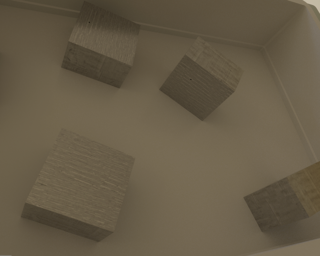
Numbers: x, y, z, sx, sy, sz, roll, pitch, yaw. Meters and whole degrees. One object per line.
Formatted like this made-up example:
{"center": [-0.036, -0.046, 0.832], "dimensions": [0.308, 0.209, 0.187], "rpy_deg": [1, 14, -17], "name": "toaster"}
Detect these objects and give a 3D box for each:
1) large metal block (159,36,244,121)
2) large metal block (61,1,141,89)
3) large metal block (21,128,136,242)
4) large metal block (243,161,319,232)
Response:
{"center": [0.058, -0.069, 0.446], "dimensions": [0.080, 0.080, 0.050], "rpy_deg": [36, 51, -5], "name": "large metal block"}
{"center": [-0.078, -0.111, 0.417], "dimensions": [0.081, 0.050, 0.080], "rpy_deg": [19, 54, -18], "name": "large metal block"}
{"center": [-0.080, 0.058, 0.312], "dimensions": [0.080, 0.050, 0.080], "rpy_deg": [24, 53, -14], "name": "large metal block"}
{"center": [0.175, 0.091, 0.412], "dimensions": [0.081, 0.080, 0.050], "rpy_deg": [-14, 69, -34], "name": "large metal block"}
